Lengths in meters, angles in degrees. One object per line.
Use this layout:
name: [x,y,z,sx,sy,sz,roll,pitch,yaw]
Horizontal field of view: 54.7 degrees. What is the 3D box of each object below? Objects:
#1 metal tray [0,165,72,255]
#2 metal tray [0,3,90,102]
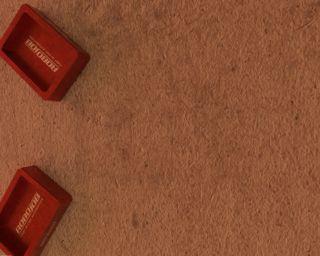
metal tray: [-0.204,0.135,0.478,0.090,0.030,0.129,35,101,16]
metal tray: [-0.179,-0.113,0.469,0.130,0.030,0.090,42,103,15]
